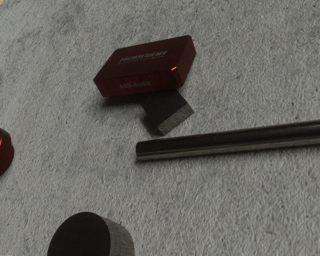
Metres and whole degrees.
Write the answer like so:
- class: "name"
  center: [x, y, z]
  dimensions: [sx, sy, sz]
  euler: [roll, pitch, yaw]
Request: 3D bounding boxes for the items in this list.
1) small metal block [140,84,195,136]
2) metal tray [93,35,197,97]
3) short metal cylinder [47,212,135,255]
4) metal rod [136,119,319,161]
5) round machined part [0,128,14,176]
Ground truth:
- class: "small metal block"
  center: [0.009, -0.026, 0.415]
  dimensions: [0.050, 0.025, 0.050]
  euler: [-38, 51, 2]
- class: "metal tray"
  center: [-0.021, -0.089, 0.449]
  dimensions: [0.130, 0.030, 0.090]
  euler: [-3, 42, 26]
- class: "short metal cylinder"
  center: [-0.075, 0.139, 0.342]
  dimensions: [0.080, 0.050, 0.080]
  euler: [-13, 56, 21]
- class: "metal rod"
  center: [0.111, 0.011, 0.338]
  dimensions: [0.300, 0.025, 0.025]
  euler: [-8, 58, 24]
- class: "round machined part"
  center: [-0.284, 0.047, 0.513]
  dimensions: [0.098, 0.042, 0.098]
  euler: [-13, 56, 21]
